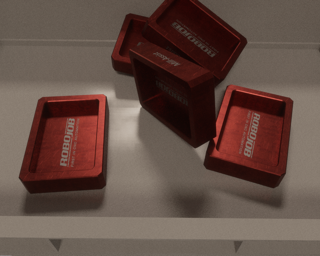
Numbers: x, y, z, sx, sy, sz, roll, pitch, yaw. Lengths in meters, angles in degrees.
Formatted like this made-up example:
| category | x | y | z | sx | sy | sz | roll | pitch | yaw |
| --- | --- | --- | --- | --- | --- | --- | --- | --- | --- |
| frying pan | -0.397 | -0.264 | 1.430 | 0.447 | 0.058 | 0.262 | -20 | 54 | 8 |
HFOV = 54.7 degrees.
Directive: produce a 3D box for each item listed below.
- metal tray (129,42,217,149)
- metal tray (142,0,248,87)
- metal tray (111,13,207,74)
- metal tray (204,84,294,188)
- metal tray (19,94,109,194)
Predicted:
| category | x | y | z | sx | sy | sz | roll | pitch | yaw |
| --- | --- | --- | --- | --- | --- | --- | --- | --- | --- |
| metal tray | 0.013 | -0.044 | 0.380 | 0.030 | 0.089 | 0.130 | -28 | 41 | -21 |
| metal tray | 0.051 | -0.130 | 0.445 | 0.130 | 0.030 | 0.090 | 37 | 65 | -5 |
| metal tray | 0.001 | -0.119 | 0.475 | 0.131 | 0.030 | 0.090 | 14 | 68 | 1 |
| metal tray | 0.117 | 0.005 | 0.399 | 0.090 | 0.030 | 0.130 | 15 | 51 | 12 |
| metal tray | -0.113 | 0.015 | 0.387 | 0.091 | 0.030 | 0.130 | -3 | 50 | -3 |
